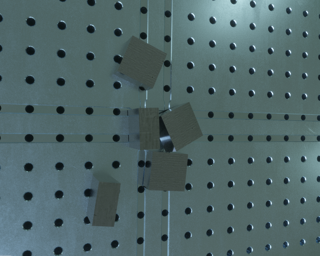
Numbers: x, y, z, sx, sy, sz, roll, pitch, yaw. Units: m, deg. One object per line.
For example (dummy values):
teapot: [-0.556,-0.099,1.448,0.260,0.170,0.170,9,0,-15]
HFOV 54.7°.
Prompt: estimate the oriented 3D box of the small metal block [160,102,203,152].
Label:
small metal block: [0.024,-0.001,0.417,0.050,0.025,0.050,-28,100,-31]

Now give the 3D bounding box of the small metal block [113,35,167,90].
small metal block: [-0.026,-0.084,0.404,0.050,0.025,0.050,24,82,-19]

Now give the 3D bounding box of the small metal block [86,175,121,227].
small metal block: [-0.069,0.087,0.375,0.025,0.050,0.050,10,87,-20]

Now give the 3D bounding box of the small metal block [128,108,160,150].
small metal block: [-0.021,0.001,0.392,0.025,0.050,0.050,-2,91,-20]

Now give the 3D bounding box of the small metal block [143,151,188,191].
small metal block: [0.007,0.057,0.417,0.050,0.025,0.050,7,88,-20]
